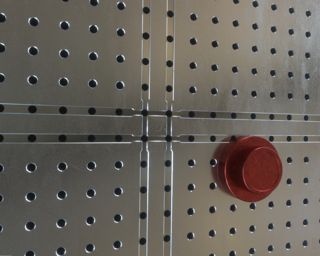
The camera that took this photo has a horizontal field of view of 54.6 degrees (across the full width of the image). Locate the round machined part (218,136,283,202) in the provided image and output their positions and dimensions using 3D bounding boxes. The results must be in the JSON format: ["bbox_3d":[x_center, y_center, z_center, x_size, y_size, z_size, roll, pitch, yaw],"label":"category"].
[{"bbox_3d":[0.138,0.060,0.454,0.099,0.042,0.097,0,90,-20],"label":"round machined part"}]
